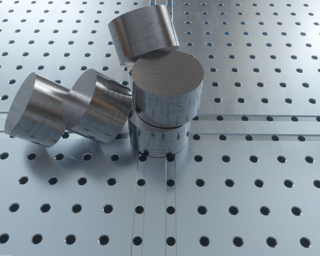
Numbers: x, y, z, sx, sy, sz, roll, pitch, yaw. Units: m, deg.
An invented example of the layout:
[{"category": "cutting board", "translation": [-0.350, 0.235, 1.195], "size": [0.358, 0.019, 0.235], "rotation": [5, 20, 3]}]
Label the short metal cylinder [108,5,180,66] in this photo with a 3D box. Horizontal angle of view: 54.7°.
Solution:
[{"category": "short metal cylinder", "translation": [-0.020, -0.116, 0.395], "size": [0.081, 0.080, 0.050], "rotation": [-19, 96, -15]}]

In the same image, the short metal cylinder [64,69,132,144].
[{"category": "short metal cylinder", "translation": [-0.079, -0.026, 0.384], "size": [0.050, 0.080, 0.080], "rotation": [26, 39, -35]}]

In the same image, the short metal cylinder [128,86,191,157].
[{"category": "short metal cylinder", "translation": [-0.001, -0.009, 0.398], "size": [0.081, 0.050, 0.080], "rotation": [0, 50, 0]}]

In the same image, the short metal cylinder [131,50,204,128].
[{"category": "short metal cylinder", "translation": [0.009, -0.047, 0.363], "size": [0.081, 0.050, 0.080], "rotation": [0, 50, 0]}]

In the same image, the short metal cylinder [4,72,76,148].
[{"category": "short metal cylinder", "translation": [-0.147, -0.021, 0.380], "size": [0.050, 0.080, 0.080], "rotation": [26, 39, -35]}]

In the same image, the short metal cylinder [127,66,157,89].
[{"category": "short metal cylinder", "translation": [-0.005, -0.071, 0.450], "size": [0.081, 0.050, 0.080], "rotation": [0, 50, 0]}]
